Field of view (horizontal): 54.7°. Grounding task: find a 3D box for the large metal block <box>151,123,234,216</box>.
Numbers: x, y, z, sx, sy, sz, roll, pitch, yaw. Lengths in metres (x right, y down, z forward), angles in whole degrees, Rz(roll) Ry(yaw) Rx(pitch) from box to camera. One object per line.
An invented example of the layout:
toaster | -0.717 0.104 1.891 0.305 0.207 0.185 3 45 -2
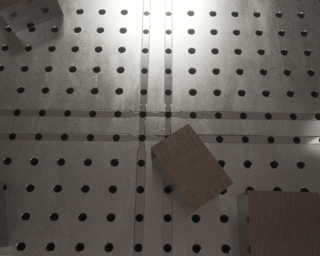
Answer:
large metal block | 0.033 0.052 0.364 0.050 0.080 0.080 -32 74 -11

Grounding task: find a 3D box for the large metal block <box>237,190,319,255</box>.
large metal block | 0.137 0.117 0.357 0.081 0.050 0.080 2 70 0

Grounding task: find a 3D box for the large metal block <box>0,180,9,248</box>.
large metal block | -0.230 0.106 0.357 0.081 0.050 0.080 -12 71 -5

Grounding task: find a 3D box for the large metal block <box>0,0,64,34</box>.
large metal block | -0.206 -0.204 0.470 0.080 0.050 0.080 -26 72 -9
